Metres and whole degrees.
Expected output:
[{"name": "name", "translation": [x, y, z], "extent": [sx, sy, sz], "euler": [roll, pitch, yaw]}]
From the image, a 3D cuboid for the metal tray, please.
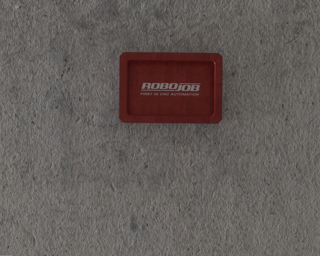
[{"name": "metal tray", "translation": [0.014, -0.051, 0.407], "extent": [0.131, 0.030, 0.090], "euler": [1, 90, 0]}]
